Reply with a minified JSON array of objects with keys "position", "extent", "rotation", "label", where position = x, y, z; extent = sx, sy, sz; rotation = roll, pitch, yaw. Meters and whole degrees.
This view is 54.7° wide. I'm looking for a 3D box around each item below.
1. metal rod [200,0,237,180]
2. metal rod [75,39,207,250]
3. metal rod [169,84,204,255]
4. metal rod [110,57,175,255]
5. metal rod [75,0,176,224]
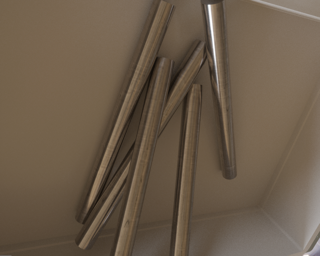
[{"position":[0.085,-0.027,0.417],"extent":[0.025,0.025,0.299],"rotation":[-28,135,-11],"label":"metal rod"},{"position":[-0.023,0.026,0.392],"extent":[0.025,0.025,0.299],"rotation":[27,98,-37],"label":"metal rod"},{"position":[0.031,0.093,0.401],"extent":[0.025,0.025,0.298],"rotation":[5,90,-31],"label":"metal rod"},{"position":[-0.027,0.066,0.362],"extent":[0.025,0.025,0.298],"rotation":[13,89,-34],"label":"metal rod"},{"position":[-0.050,-0.005,0.378],"extent":[0.025,0.025,0.298],"rotation":[10,113,-33],"label":"metal rod"}]
